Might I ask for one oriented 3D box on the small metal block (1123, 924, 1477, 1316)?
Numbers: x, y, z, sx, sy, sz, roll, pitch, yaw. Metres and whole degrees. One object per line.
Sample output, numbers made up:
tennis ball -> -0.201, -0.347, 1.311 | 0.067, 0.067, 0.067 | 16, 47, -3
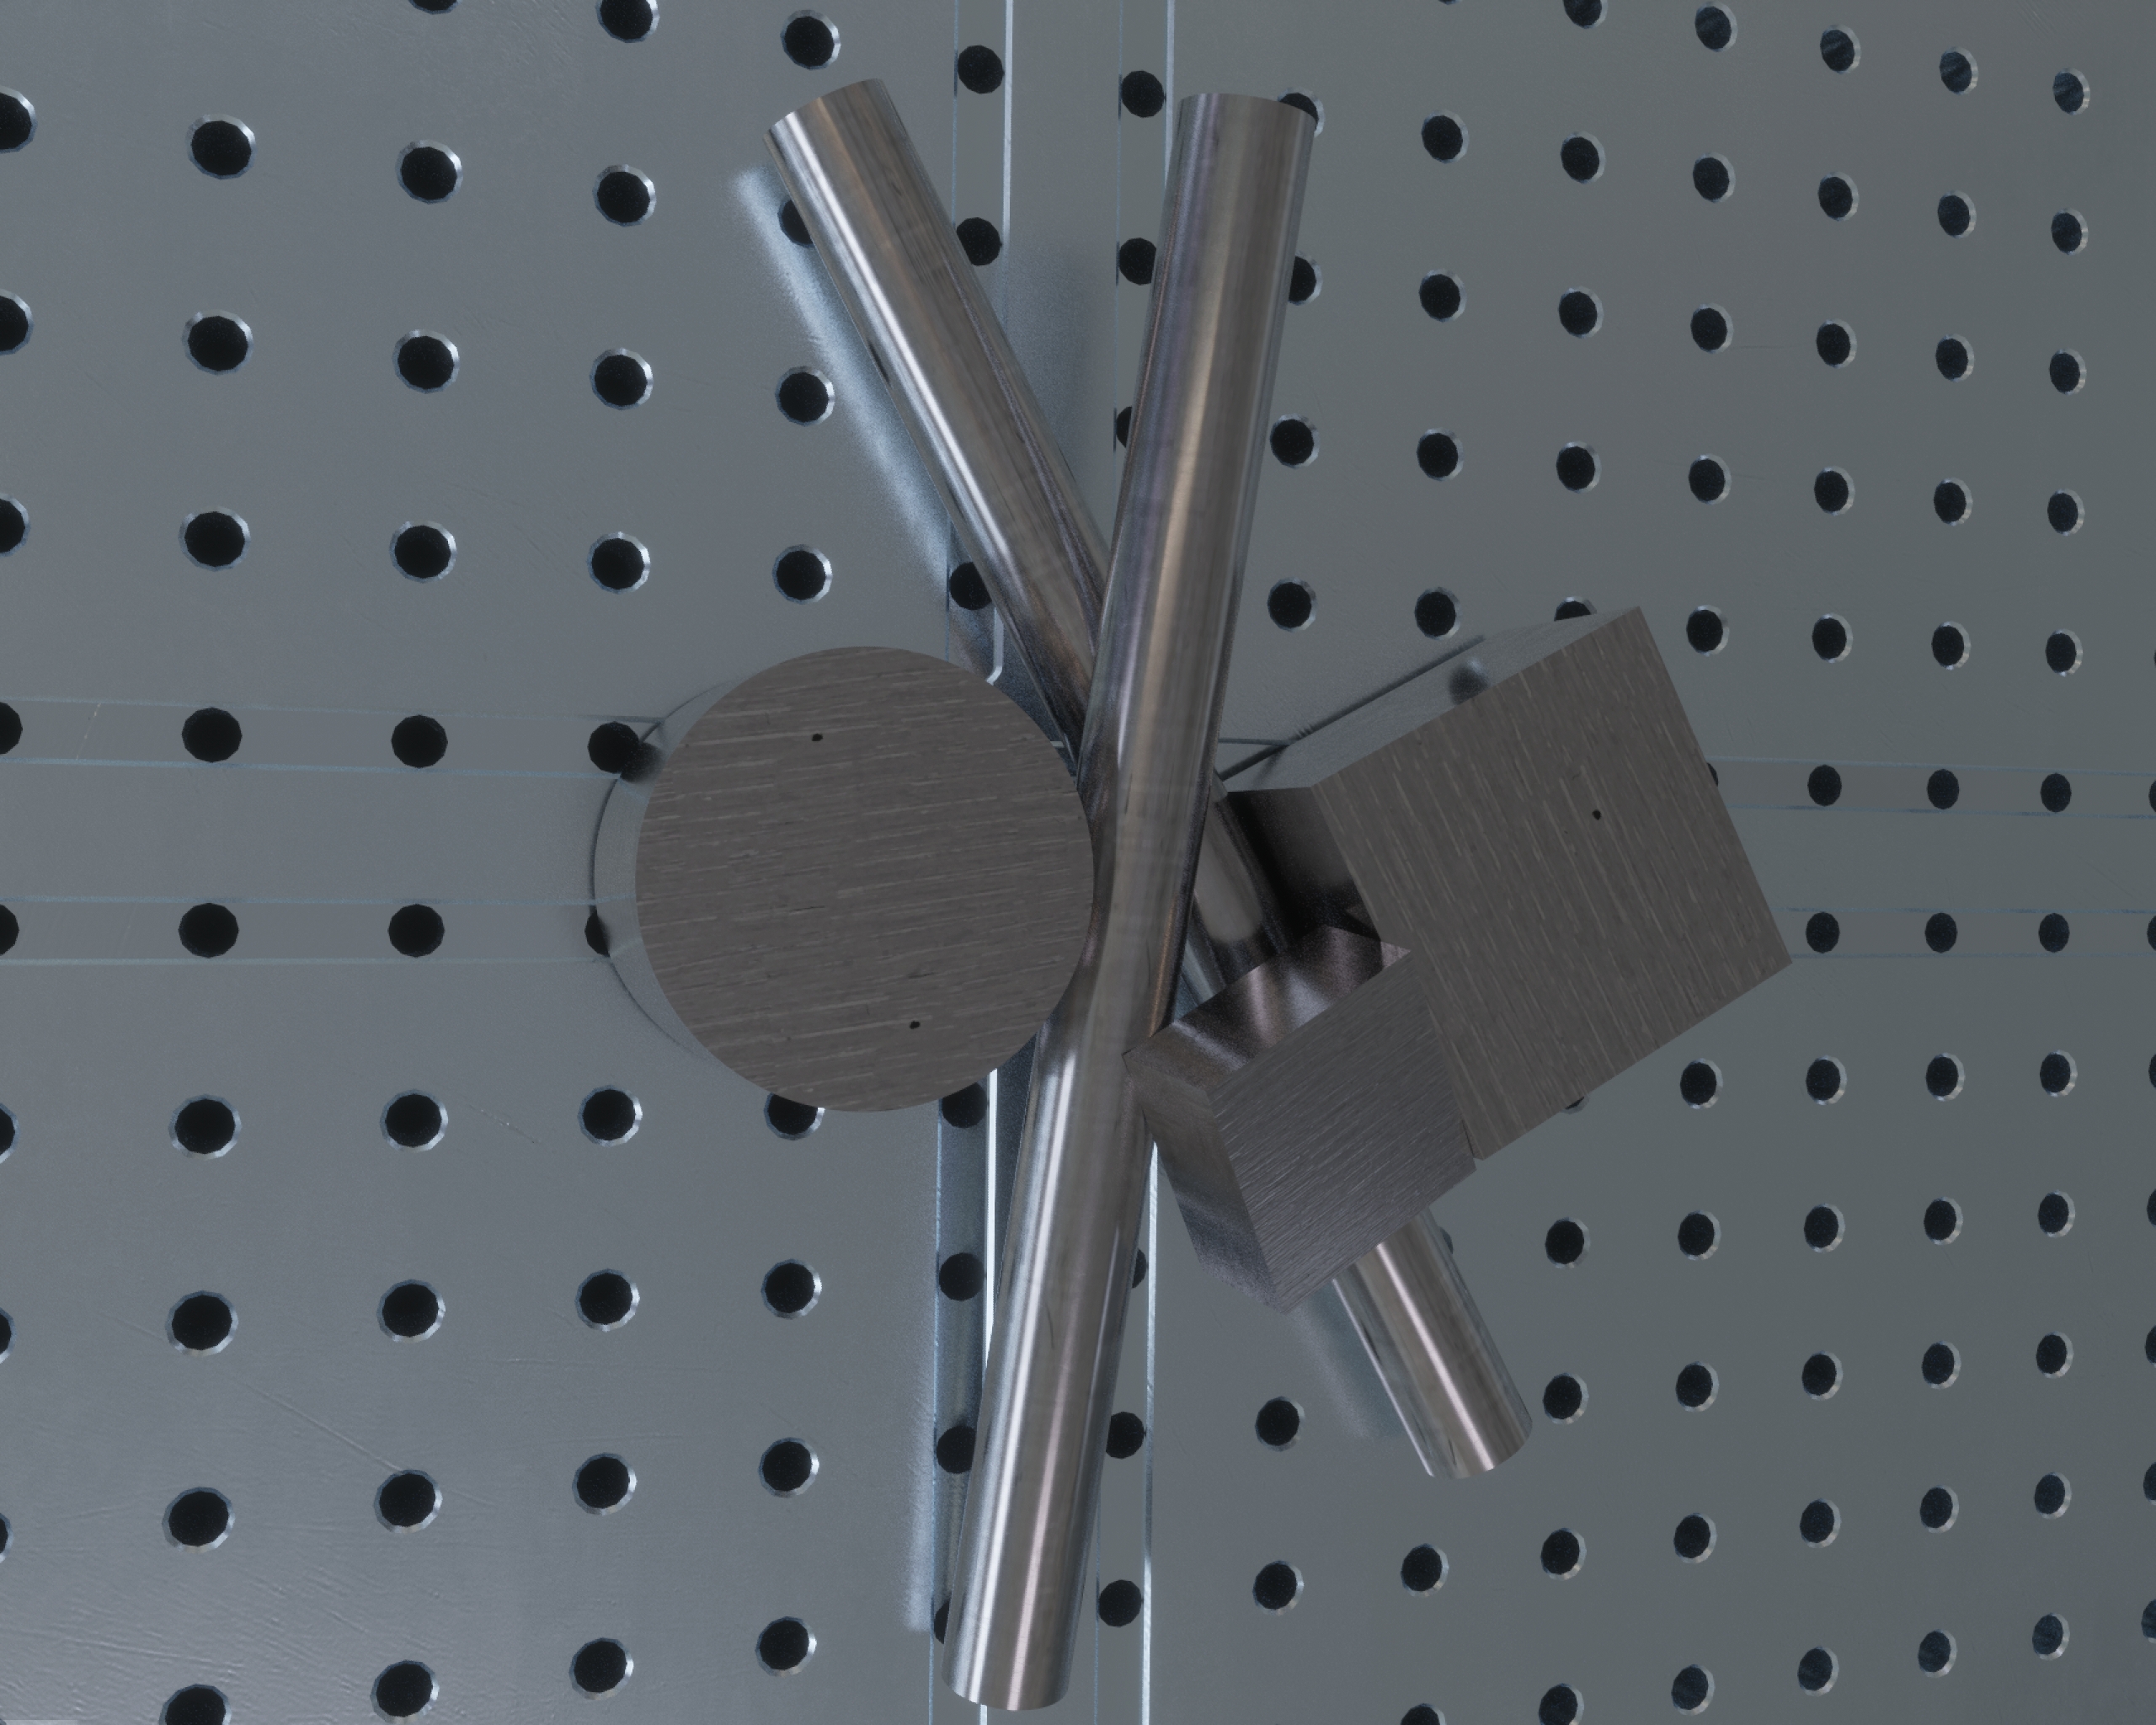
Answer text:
small metal block -> 0.042, 0.047, 0.391 | 0.050, 0.025, 0.050 | -31, 116, -25

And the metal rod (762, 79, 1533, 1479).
metal rod -> 0.018, -0.009, 0.415 | 0.025, 0.025, 0.299 | -30, 100, -18

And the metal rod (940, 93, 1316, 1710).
metal rod -> 0.008, 0.011, 0.391 | 0.025, 0.025, 0.298 | 7, 96, -20

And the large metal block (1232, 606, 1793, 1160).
large metal block -> 0.085, 0.003, 0.426 | 0.080, 0.050, 0.080 | -29, 100, -18

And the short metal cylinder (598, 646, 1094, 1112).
short metal cylinder -> -0.044, 0.003, 0.380 | 0.081, 0.050, 0.079 | 0, 90, -21
